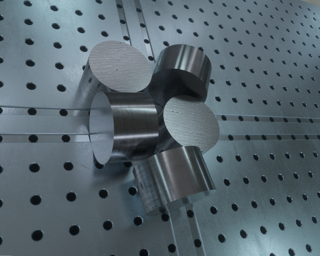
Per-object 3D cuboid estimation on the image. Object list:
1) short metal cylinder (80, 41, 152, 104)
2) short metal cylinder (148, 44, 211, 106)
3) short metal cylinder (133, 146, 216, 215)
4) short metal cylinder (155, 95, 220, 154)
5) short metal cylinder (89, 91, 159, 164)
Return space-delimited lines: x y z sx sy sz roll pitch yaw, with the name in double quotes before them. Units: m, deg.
"short metal cylinder" -0.057 -0.065 0.400 0.081 0.050 0.080 13 57 -20
"short metal cylinder" 0.028 -0.068 0.429 0.080 0.080 0.050 25 52 -13
"short metal cylinder" 0.015 0.059 0.344 0.081 0.080 0.050 -7 66 -31
"short metal cylinder" 0.030 0.004 0.405 0.081 0.050 0.080 14 56 -21
"short metal cylinder" -0.043 -0.001 0.351 0.050 0.080 0.080 -2 63 -30
